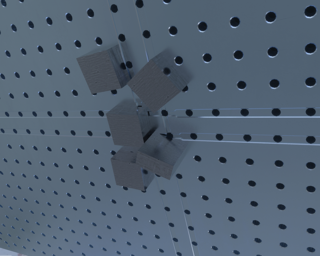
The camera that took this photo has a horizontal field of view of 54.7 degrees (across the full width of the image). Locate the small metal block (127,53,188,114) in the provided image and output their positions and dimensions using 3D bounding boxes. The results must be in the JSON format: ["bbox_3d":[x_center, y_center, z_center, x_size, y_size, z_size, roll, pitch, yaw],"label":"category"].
[{"bbox_3d":[-0.004,-0.054,0.379,0.050,0.025,0.050,48,129,-6],"label":"small metal block"}]

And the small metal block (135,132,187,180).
[{"bbox_3d":[0.002,0.036,0.415,0.050,0.050,0.025,22,127,14],"label":"small metal block"}]

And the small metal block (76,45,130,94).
[{"bbox_3d":[-0.072,-0.075,0.401,0.050,0.025,0.050,-6,116,30],"label":"small metal block"}]

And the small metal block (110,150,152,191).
[{"bbox_3d":[-0.043,0.064,0.472,0.050,0.025,0.050,7,122,24],"label":"small metal block"}]

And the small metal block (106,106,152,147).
[{"bbox_3d":[-0.042,-0.002,0.430,0.050,0.025,0.050,4,120,26],"label":"small metal block"}]
